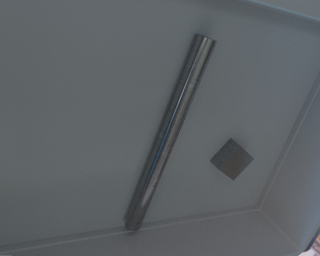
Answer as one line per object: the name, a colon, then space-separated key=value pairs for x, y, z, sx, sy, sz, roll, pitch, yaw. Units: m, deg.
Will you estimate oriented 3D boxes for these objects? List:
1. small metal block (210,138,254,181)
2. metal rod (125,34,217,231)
small metal block: x=0.119 y=0.052 z=0.508 sx=0.050 sy=0.025 sz=0.050 roll=-48 pitch=129 yaw=5
metal rod: x=0.007 y=0.021 z=0.427 sx=0.025 sy=0.025 sz=0.298 roll=7 pitch=115 yaw=-32
